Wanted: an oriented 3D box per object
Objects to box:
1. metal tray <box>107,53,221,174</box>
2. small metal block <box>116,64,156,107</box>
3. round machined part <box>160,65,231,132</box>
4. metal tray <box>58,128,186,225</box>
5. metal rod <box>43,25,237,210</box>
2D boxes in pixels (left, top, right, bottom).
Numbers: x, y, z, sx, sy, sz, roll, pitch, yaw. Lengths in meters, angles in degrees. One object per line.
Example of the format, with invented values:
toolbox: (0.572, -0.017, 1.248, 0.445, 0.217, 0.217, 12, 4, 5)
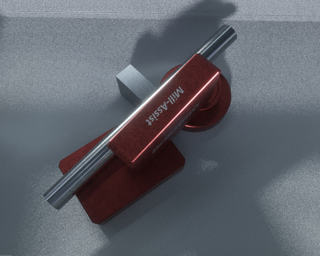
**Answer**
metal tray: (0.007, -0.011, 0.337, 0.030, 0.090, 0.130, 42, 82, 11)
small metal block: (-0.029, -0.049, 0.412, 0.025, 0.050, 0.050, -43, 76, -14)
round machined part: (0.047, -0.047, 0.416, 0.099, 0.042, 0.098, 0, 70, -1)
metal tray: (-0.046, 0.047, 0.388, 0.131, 0.030, 0.090, -33, 74, -12)
metal rod: (-0.016, -0.020, 0.374, 0.025, 0.025, 0.301, 43, 79, 13)
